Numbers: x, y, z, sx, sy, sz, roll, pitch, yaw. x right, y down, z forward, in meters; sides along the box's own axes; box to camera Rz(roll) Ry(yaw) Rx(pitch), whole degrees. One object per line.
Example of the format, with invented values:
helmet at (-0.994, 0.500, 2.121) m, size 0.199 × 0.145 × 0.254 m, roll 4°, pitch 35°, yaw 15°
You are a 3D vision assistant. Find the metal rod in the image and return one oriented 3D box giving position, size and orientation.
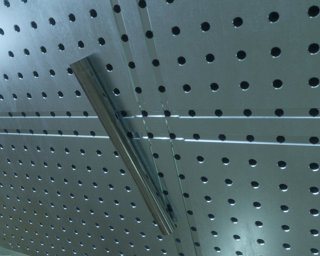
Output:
metal rod at (-0.048, 0.038, 0.460) m, size 0.025 × 0.025 × 0.299 m, roll -13°, pitch 112°, yaw 34°
